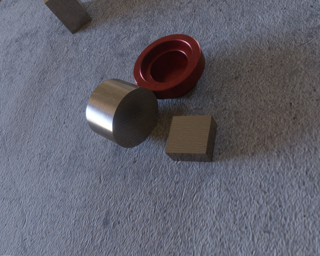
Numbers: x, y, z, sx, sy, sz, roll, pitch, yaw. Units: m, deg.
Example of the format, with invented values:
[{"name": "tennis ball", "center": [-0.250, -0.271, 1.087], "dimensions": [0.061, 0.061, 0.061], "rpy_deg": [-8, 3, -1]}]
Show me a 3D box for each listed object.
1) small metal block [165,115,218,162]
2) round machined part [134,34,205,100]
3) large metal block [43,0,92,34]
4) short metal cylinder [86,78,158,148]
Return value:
[{"name": "small metal block", "center": [0.039, 0.013, 0.375], "dimensions": [0.050, 0.025, 0.050], "rpy_deg": [-1, 61, 27]}, {"name": "round machined part", "center": [0.016, -0.080, 0.432], "dimensions": [0.098, 0.042, 0.098], "rpy_deg": [-13, 56, 20]}, {"name": "large metal block", "center": [-0.189, -0.250, 0.618], "dimensions": [0.050, 0.080, 0.080], "rpy_deg": [-35, 52, 5]}, {"name": "short metal cylinder", "center": [-0.048, -0.020, 0.404], "dimensions": [0.050, 0.080, 0.080], "rpy_deg": [23, 74, 36]}]
